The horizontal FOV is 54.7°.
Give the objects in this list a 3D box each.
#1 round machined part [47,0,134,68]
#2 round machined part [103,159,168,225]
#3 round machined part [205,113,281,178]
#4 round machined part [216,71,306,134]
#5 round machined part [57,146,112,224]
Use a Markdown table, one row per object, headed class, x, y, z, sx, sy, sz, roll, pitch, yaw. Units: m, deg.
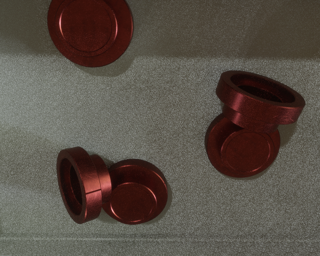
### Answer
| class | x | y | z | sx | sy | sz | roll | pitch | yaw |
| --- | --- | --- | --- | --- | --- | --- | --- | --- | --- |
| round machined part | -0.081 | -0.119 | 0.358 | 0.099 | 0.042 | 0.097 | 0 | 110 | 0 |
| round machined part | -0.038 | 0.096 | 0.437 | 0.099 | 0.042 | 0.097 | 0 | 110 | 0 |
| round machined part | 0.111 | 0.024 | 0.412 | 0.099 | 0.042 | 0.097 | 0 | 110 | 0 |
| round machined part | 0.112 | -0.029 | 0.363 | 0.099 | 0.098 | 0.042 | 12 | 119 | -5 |
| round machined part | -0.098 | 0.072 | 0.408 | 0.042 | 0.098 | 0.097 | -11 | 115 | -35 |
